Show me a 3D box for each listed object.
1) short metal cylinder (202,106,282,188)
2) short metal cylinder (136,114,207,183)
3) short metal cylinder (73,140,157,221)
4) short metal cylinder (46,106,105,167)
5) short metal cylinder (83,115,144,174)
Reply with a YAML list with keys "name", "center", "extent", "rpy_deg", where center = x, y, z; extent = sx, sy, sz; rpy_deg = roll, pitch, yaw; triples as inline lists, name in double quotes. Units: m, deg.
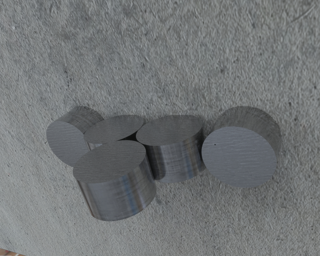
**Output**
- name: "short metal cylinder"
  center: [0.094, 0.021, 0.355]
  extent: [0.080, 0.050, 0.079]
  rpy_deg: [13, 124, 20]
- name: "short metal cylinder"
  center: [0.016, 0.023, 0.379]
  extent: [0.080, 0.080, 0.050]
  rpy_deg: [0, 118, 28]
- name: "short metal cylinder"
  center: [-0.049, 0.056, 0.343]
  extent: [0.080, 0.080, 0.050]
  rpy_deg: [1, 120, 28]
- name: "short metal cylinder"
  center: [-0.120, 0.013, 0.464]
  extent: [0.080, 0.050, 0.079]
  rpy_deg: [13, 124, 20]
- name: "short metal cylinder"
  center: [-0.055, 0.022, 0.415]
  extent: [0.080, 0.080, 0.050]
  rpy_deg: [0, 119, 28]
